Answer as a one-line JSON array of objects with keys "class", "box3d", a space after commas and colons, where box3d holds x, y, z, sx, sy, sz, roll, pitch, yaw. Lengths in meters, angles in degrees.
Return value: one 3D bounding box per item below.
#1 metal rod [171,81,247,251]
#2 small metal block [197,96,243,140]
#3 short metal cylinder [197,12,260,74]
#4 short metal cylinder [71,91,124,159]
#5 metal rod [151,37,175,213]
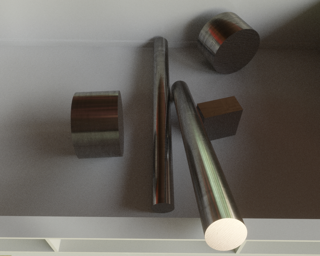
[{"class": "metal rod", "box3d": [0.034, 0.003, 0.320, 0.025, 0.025, 0.300, -1, 24, -1]}, {"class": "small metal block", "box3d": [0.073, -0.010, 0.399, 0.050, 0.050, 0.025, -13, 52, -11]}, {"class": "short metal cylinder", "box3d": [0.106, -0.131, 0.481, 0.081, 0.080, 0.050, -19, 53, -16]}, {"class": "short metal cylinder", "box3d": [-0.072, -0.004, 0.372, 0.050, 0.080, 0.080, -3, 50, -3]}, {"class": "metal rod", "box3d": [0.002, -0.029, 0.429, 0.025, 0.025, 0.300, 0, 50, -1]}]
